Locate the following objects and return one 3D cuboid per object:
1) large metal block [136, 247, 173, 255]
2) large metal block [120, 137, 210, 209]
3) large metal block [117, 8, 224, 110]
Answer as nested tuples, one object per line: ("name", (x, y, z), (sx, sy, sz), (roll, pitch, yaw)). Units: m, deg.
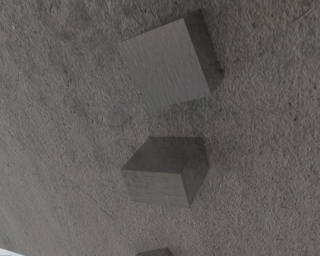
("large metal block", (-0.003, 0.269, 0.559), (0.080, 0.050, 0.080), (-29, 103, 37))
("large metal block", (0.010, 0.053, 0.399), (0.080, 0.080, 0.050), (0, 118, 28))
("large metal block", (0.014, -0.073, 0.338), (0.080, 0.050, 0.080), (-11, 113, 32))
